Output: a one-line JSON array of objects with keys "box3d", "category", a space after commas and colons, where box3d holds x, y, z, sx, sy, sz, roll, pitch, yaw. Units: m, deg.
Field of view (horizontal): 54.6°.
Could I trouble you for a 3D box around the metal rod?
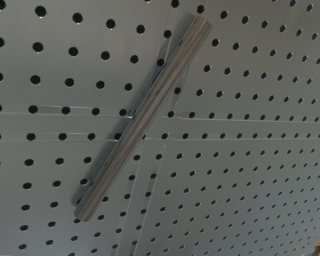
[{"box3d": [-0.027, -0.002, 0.393, 0.025, 0.025, 0.299, 24, 106, -37], "category": "metal rod"}]
